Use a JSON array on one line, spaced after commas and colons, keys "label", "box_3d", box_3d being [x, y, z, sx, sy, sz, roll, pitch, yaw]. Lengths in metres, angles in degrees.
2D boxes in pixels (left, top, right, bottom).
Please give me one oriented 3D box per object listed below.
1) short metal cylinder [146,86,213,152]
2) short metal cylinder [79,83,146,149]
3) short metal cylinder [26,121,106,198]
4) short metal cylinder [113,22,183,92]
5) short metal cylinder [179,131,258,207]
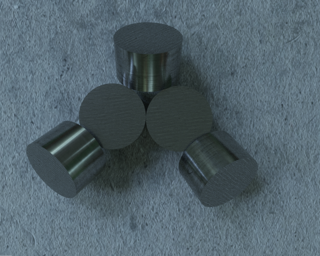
[{"label": "short metal cylinder", "box_3d": [0.023, -0.011, 0.398, 0.081, 0.050, 0.080, 0, 90, 0]}, {"label": "short metal cylinder", "box_3d": [-0.057, -0.014, 0.398, 0.081, 0.050, 0.080, 0, 90, 0]}, {"label": "short metal cylinder", "box_3d": [-0.113, 0.038, 0.376, 0.080, 0.080, 0.050, 46, 50, 0]}, {"label": "short metal cylinder", "box_3d": [-0.014, -0.088, 0.377, 0.081, 0.080, 0.050, 2, 133, 0]}, {"label": "short metal cylinder", "box_3d": [0.070, 0.050, 0.378, 0.080, 0.080, 0.050, -37, 49, 0]}]
